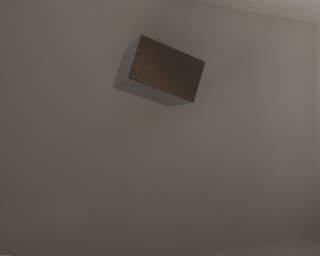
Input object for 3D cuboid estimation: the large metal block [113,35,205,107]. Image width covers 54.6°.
[{"bbox_3d":[-0.004,-0.065,0.379,0.080,0.080,0.050,18,84,-19],"label":"large metal block"}]
